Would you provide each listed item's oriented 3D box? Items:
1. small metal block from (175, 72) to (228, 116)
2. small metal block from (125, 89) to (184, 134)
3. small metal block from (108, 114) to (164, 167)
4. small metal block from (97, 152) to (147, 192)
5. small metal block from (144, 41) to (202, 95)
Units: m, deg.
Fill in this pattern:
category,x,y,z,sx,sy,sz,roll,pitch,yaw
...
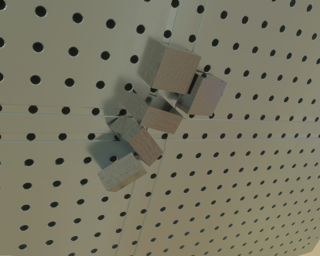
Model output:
category,x,y,z,sx,sy,sz,roll,pitch,yaw
small metal block,0.054,-0.044,0.406,0.050,0.025,0.050,2,118,-44
small metal block,-0.008,-0.020,0.378,0.050,0.050,0.025,15,111,-34
small metal block,-0.030,0.015,0.385,0.025,0.050,0.050,-45,130,-12
small metal block,-0.047,0.059,0.403,0.050,0.025,0.050,-31,165,-3
small metal block,0.015,-0.072,0.374,0.050,0.025,0.050,7,115,-31
